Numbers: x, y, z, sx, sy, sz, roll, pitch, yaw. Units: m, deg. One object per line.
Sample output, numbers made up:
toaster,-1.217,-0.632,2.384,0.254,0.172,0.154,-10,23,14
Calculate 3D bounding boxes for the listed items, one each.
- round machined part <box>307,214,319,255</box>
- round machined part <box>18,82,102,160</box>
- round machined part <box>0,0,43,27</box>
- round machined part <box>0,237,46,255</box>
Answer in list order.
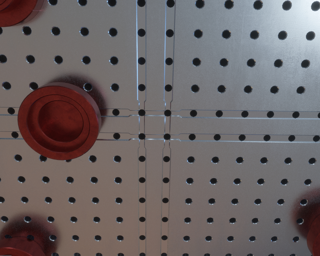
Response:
round machined part,0.271,0.163,0.469,0.099,0.042,0.097,0,110,-1
round machined part,-0.125,-0.011,0.399,0.099,0.042,0.097,0,110,-1
round machined part,-0.183,-0.162,0.342,0.099,0.042,0.097,0,110,-1
round machined part,-0.221,0.209,0.478,0.099,0.042,0.097,0,110,-1
